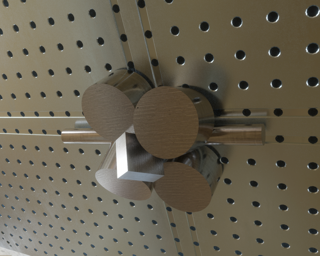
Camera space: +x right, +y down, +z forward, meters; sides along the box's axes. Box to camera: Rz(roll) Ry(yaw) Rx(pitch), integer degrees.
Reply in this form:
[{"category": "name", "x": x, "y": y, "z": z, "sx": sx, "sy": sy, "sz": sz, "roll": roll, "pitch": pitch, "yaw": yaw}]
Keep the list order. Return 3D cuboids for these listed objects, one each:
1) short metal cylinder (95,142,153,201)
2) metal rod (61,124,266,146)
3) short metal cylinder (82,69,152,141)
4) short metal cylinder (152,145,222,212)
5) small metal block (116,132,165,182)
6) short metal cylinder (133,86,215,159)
[{"category": "short metal cylinder", "x": -0.043, "y": 0.059, "z": 0.433, "sx": 0.080, "sy": 0.050, "sz": 0.080, "roll": 14, "pitch": 143, "yaw": 11}, {"category": "metal rod", "x": -0.015, "y": 0.010, "z": 0.420, "sx": 0.300, "sy": 0.025, "sz": 0.025, "roll": -1, "pitch": 118, "yaw": 28}, {"category": "short metal cylinder", "x": -0.052, "y": -0.029, "z": 0.399, "sx": 0.080, "sy": 0.050, "sz": 0.079, "roll": 13, "pitch": 124, "yaw": 21}, {"category": "short metal cylinder", "x": 0.037, "y": 0.064, "z": 0.410, "sx": 0.080, "sy": 0.050, "sz": 0.079, "roll": 13, "pitch": 124, "yaw": 21}, {"category": "small metal block", "x": -0.025, "y": 0.036, "z": 0.380, "sx": 0.050, "sy": 0.050, "sz": 0.025, "roll": 13, "pitch": 146, "yaw": -32}, {"category": "short metal cylinder", "x": 0.017, "y": -0.008, "z": 0.360, "sx": 0.080, "sy": 0.050, "sz": 0.079, "roll": 3, "pitch": 97, "yaw": 28}]
